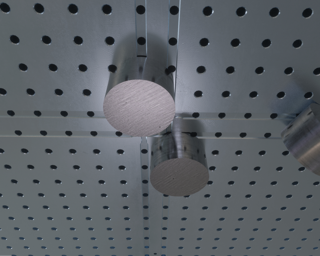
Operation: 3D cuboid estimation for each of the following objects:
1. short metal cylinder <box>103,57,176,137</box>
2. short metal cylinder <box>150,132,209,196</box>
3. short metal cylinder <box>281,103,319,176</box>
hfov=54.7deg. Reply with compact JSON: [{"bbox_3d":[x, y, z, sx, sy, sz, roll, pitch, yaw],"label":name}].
[{"bbox_3d":[-0.023,-0.036,0.364,0.081,0.050,0.079,0,130,0],"label":"short metal cylinder"},{"bbox_3d":[0.027,0.052,0.440,0.081,0.050,0.079,0,130,0],"label":"short metal cylinder"},{"bbox_3d":[0.202,0.014,0.390,0.080,0.080,0.050,24,126,-19],"label":"short metal cylinder"}]
